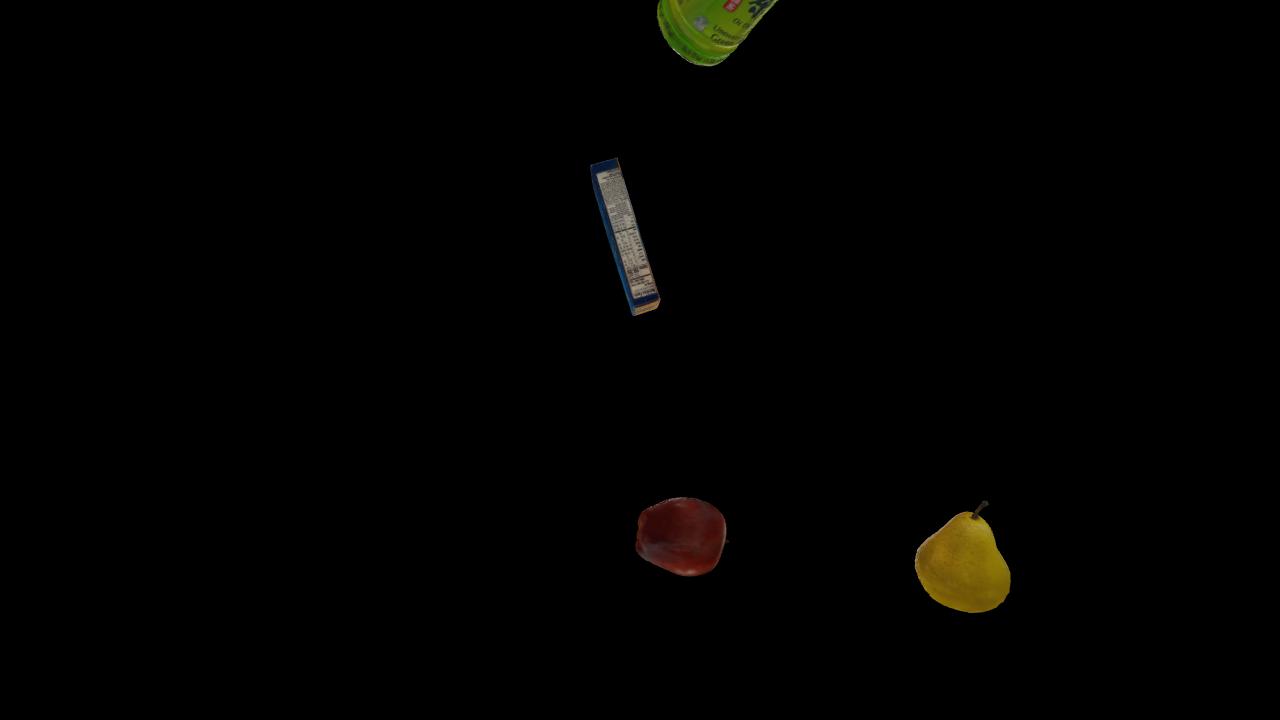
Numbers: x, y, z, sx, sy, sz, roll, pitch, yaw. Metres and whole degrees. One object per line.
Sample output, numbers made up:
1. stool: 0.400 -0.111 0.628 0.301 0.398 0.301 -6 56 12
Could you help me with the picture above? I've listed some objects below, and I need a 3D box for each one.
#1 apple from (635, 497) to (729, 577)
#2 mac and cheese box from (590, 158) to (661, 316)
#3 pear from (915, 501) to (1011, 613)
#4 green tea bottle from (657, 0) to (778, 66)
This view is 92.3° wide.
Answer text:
1. apple: 0.044 0.176 0.621 0.093 0.079 0.079 9 -1 -4
2. mac and cheese box: -0.019 -0.153 0.785 0.041 0.184 0.093 -17 -1 -3
3. pear: 0.297 0.176 0.568 0.080 0.111 0.080 -11 20 4
4. green tea bottle: 0.091 -0.282 0.394 0.073 0.073 0.212 0 -14 -30
